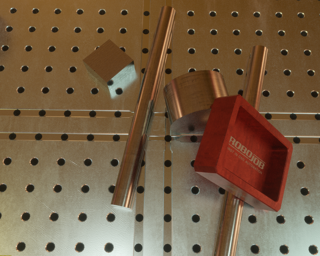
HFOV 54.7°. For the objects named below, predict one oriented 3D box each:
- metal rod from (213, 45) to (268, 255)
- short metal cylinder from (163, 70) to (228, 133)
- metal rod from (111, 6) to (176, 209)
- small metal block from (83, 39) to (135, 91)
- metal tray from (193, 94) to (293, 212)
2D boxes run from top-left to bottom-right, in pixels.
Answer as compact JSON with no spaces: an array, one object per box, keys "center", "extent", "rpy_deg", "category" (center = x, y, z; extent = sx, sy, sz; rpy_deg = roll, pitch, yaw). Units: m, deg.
[{"center":[0.109,0.022,0.404],"extent":[0.025,0.025,0.299],"rpy_deg":[14,70,4],"category":"metal rod"},{"center":[0.048,-0.031,0.394],"extent":[0.081,0.080,0.050],"rpy_deg":[-10,71,-4],"category":"short metal cylinder"},{"center":[-0.018,-0.042,0.426],"extent":[0.025,0.025,0.299],"rpy_deg":[11,70,3],"category":"metal rod"},{"center":[-0.073,-0.091,0.444],"extent":[0.050,0.025,0.050],"rpy_deg":[43,75,13],"category":"small metal block"},{"center":[0.102,0.032,0.355],"extent":[0.130,0.030,0.090],"rpy_deg":[34,67,-34],"category":"metal tray"}]
